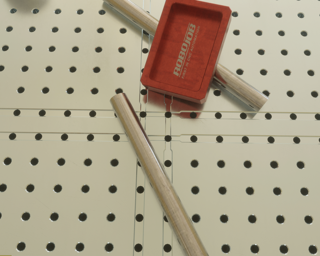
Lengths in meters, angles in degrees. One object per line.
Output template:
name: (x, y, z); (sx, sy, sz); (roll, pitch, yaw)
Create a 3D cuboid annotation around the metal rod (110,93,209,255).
metal rod: (0.010, 0.085, 0.380); (0.025, 0.025, 0.299); (-25, 72, -9)

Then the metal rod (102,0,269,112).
metal rod: (0.027, -0.123, 0.456); (0.300, 0.025, 0.025); (39, 74, 12)

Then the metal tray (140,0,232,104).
metal tray: (0.036, -0.107, 0.424); (0.090, 0.030, 0.129); (17, 87, 12)
